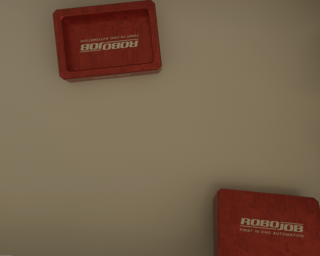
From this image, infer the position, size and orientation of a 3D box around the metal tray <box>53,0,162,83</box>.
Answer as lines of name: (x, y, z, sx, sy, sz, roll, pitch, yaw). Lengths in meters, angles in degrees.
metal tray: (-0.067, -0.112, 0.408, 0.131, 0.030, 0.089, -6, 90, 0)

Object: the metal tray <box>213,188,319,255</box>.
metal tray: (0.135, 0.129, 0.387, 0.131, 0.030, 0.090, 6, 56, 0)
